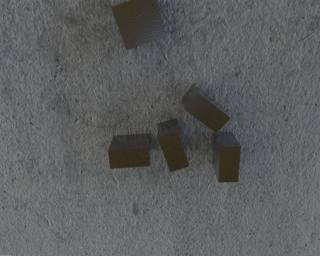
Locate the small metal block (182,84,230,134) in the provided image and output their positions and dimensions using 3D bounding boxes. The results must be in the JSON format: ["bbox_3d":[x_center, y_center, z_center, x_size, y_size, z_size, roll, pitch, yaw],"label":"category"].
[{"bbox_3d":[0.056,-0.026,0.387,0.050,0.050,0.025,36,106,-13],"label":"small metal block"}]

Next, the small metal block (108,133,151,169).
[{"bbox_3d":[-0.038,0.029,0.407,0.050,0.050,0.025,-4,110,1],"label":"small metal block"}]

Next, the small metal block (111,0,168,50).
[{"bbox_3d":[-0.023,-0.125,0.363,0.050,0.025,0.050,-17,109,6],"label":"small metal block"}]

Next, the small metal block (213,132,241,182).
[{"bbox_3d":[0.087,0.037,0.411,0.025,0.050,0.050,-1,110,0],"label":"small metal block"}]

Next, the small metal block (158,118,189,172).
[{"bbox_3d":[0.017,0.021,0.404,0.025,0.050,0.050,-18,109,6],"label":"small metal block"}]
